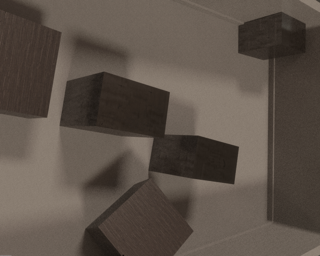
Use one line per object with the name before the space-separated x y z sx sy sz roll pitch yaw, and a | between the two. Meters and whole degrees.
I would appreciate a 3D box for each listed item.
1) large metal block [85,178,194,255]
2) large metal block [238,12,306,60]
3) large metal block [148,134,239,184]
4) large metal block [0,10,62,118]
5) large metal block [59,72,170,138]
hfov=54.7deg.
large metal block | -0.023 0.117 0.356 0.080 0.050 0.080 -40 93 -33
large metal block | 0.193 -0.155 0.536 0.081 0.080 0.050 1 90 -40
large metal block | 0.044 0.041 0.410 0.081 0.080 0.050 15 81 -39
large metal block | -0.142 -0.055 0.272 0.081 0.050 0.080 12 82 -40
large metal block | -0.049 -0.020 0.331 0.081 0.080 0.050 12 83 -40
